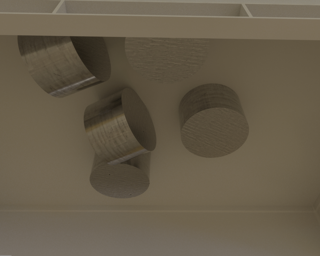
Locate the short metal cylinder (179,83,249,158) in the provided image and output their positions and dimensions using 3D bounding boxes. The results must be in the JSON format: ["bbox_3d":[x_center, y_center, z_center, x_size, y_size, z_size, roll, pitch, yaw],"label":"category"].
[{"bbox_3d":[0.065,-0.008,0.387,0.081,0.050,0.079,0,130,0],"label":"short metal cylinder"}]

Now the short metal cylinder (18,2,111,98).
[{"bbox_3d":[-0.091,-0.076,0.307,0.050,0.080,0.080,-18,128,14],"label":"short metal cylinder"}]

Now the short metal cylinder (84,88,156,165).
[{"bbox_3d":[-0.046,-0.001,0.371,0.050,0.080,0.080,-22,127,17],"label":"short metal cylinder"}]

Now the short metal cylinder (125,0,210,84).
[{"bbox_3d":[0.007,-0.092,0.314,0.081,0.050,0.079,-1,130,0],"label":"short metal cylinder"}]

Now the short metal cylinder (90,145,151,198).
[{"bbox_3d":[-0.054,0.056,0.436,0.081,0.050,0.079,0,134,0],"label":"short metal cylinder"}]
